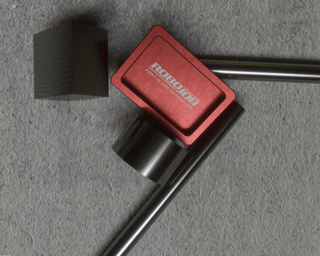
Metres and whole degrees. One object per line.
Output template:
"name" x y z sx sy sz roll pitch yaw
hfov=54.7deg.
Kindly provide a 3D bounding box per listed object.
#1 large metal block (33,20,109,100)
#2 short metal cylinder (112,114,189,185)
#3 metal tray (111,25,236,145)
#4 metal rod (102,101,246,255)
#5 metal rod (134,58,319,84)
"large metal block" -0.109 -0.076 0.376 0.080 0.050 0.079 -1 90 40
"short metal cylinder" -0.012 0.026 0.382 0.080 0.080 0.050 37 90 -1
"metal tray" 0.017 -0.052 0.388 0.130 0.030 0.090 40 102 -10
"metal rod" 0.008 0.086 0.410 0.025 0.025 0.300 40 90 -1
"metal rod" 0.115 -0.076 0.411 0.302 0.025 0.025 3 90 -1
